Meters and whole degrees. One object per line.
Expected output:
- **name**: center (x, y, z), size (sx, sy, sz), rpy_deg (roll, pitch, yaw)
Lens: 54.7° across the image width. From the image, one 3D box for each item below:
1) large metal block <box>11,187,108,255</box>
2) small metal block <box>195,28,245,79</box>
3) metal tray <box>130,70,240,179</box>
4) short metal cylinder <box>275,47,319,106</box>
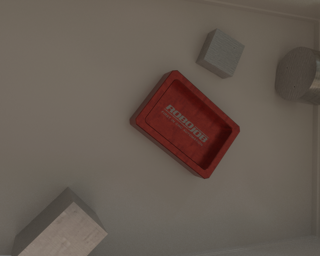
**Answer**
- **large metal block**: center (-0.111, 0.118, 0.341), size (0.080, 0.080, 0.050), rpy_deg (-45, 104, -15)
- **small metal block**: center (0.086, -0.105, 0.444), size (0.050, 0.025, 0.050), rpy_deg (26, 81, -19)
- **metal tray**: center (0.036, -0.003, 0.422), size (0.130, 0.030, 0.090), rpy_deg (40, 77, -16)
- **short metal cylinder**: center (0.221, -0.077, 0.465), size (0.050, 0.080, 0.080), rpy_deg (8, 88, -20)
